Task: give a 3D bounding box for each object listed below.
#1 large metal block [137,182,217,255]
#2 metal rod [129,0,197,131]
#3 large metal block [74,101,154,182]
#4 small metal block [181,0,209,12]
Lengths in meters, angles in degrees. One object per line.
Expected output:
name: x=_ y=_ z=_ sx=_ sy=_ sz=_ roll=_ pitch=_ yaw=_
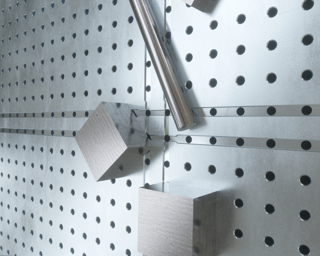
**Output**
large metal block: x=0.020 y=0.114 z=0.375 sx=0.080 sy=0.050 sz=0.079 roll=2 pitch=91 yaw=39
metal rod: x=-0.015 y=-0.137 z=0.419 sx=0.025 sy=0.025 sz=0.299 roll=-31 pitch=71 yaw=35
large metal block: x=-0.069 y=0.019 z=0.447 sx=0.080 sy=0.050 sz=0.080 roll=-47 pitch=63 yaw=29
small metal block: x=0.041 y=-0.178 z=0.374 sx=0.050 sy=0.025 sz=0.050 roll=45 pitch=117 yaw=30
